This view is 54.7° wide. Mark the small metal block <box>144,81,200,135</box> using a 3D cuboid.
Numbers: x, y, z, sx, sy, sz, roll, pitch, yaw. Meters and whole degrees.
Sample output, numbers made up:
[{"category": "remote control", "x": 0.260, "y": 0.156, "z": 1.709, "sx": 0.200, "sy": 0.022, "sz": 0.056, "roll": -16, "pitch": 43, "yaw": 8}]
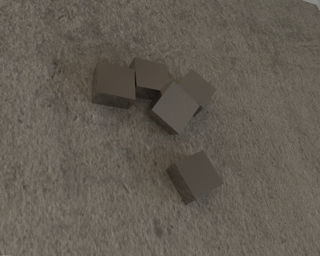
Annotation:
[{"category": "small metal block", "x": 0.016, "y": -0.026, "z": 0.413, "sx": 0.050, "sy": 0.025, "sz": 0.050, "roll": 41, "pitch": 72, "yaw": -17}]

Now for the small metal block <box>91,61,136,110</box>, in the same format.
[{"category": "small metal block", "x": -0.061, "y": -0.056, "z": 0.406, "sx": 0.050, "sy": 0.025, "sz": 0.050, "roll": 10, "pitch": 58, "yaw": -24}]

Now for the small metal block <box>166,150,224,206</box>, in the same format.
[{"category": "small metal block", "x": 0.044, "y": 0.062, "z": 0.391, "sx": 0.050, "sy": 0.025, "sz": 0.050, "roll": -19, "pitch": 72, "yaw": -36}]

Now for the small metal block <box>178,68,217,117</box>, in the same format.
[{"category": "small metal block", "x": 0.050, "y": -0.054, "z": 0.465, "sx": 0.050, "sy": 0.025, "sz": 0.050, "roll": 40, "pitch": 51, "yaw": -1}]

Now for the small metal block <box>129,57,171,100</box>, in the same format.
[{"category": "small metal block", "x": -0.016, "y": -0.068, "z": 0.438, "sx": 0.050, "sy": 0.025, "sz": 0.050, "roll": 8, "pitch": 58, "yaw": -25}]
